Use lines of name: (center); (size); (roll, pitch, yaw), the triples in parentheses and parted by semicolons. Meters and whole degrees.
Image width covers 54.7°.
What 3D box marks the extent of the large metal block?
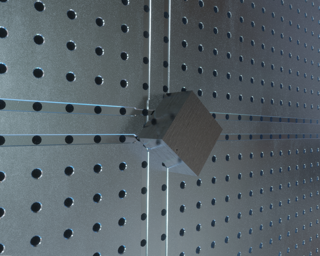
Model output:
large metal block: (0.029, 0.007, 0.420); (0.080, 0.050, 0.080); (47, 62, -30)
